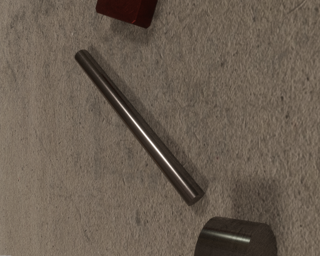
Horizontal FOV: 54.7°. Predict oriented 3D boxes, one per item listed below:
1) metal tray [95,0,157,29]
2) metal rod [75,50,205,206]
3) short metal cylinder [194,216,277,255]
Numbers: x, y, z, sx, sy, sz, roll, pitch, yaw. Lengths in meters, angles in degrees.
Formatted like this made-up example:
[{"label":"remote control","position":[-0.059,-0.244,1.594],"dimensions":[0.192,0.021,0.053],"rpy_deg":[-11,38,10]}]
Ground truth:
[{"label":"metal tray","position":[-0.036,-0.214,0.430],"dimensions":[0.090,0.030,0.129],"rpy_deg":[30,108,35]},{"label":"metal rod","position":[-0.042,-0.017,0.437],"dimensions":[0.300,0.025,0.025],"rpy_deg":[50,119,28]},{"label":"short metal cylinder","position":[0.076,0.132,0.305],"dimensions":[0.050,0.081,0.080],"rpy_deg":[-4,88,40]}]
